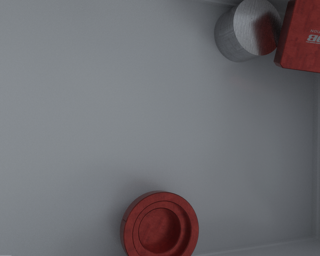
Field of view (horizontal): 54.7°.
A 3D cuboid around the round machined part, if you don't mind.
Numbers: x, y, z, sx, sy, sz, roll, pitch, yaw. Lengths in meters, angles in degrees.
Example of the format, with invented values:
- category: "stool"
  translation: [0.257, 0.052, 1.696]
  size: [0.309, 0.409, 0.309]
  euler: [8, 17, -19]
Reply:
- category: "round machined part"
  translation: [-0.004, 0.130, 0.398]
  size: [0.099, 0.042, 0.097]
  euler: [2, 84, -20]

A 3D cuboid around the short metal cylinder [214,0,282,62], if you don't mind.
- category: "short metal cylinder"
  translation: [0.126, -0.139, 0.445]
  size: [0.081, 0.050, 0.079]
  euler: [0, 90, -20]

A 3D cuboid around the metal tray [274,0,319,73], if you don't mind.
- category: "metal tray"
  translation: [0.230, -0.118, 0.412]
  size: [0.131, 0.030, 0.089]
  euler: [8, 108, 0]
